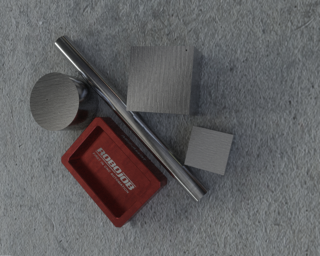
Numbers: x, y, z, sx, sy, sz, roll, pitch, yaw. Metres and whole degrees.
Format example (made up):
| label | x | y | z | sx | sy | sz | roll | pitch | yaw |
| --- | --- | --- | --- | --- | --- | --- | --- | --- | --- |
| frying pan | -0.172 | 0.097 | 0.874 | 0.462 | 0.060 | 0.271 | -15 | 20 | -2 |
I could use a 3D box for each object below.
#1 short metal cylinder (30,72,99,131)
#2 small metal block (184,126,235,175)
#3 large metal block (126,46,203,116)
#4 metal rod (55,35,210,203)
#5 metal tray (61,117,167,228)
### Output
| label | x | y | z | sx | sy | sz | roll | pitch | yaw |
| --- | --- | --- | --- | --- | --- | --- | --- | --- | --- |
| short metal cylinder | -0.136 | -0.036 | 0.443 | 0.080 | 0.050 | 0.079 | 0 | 90 | 19 |
| small metal block | 0.063 | 0.027 | 0.388 | 0.050 | 0.025 | 0.050 | 14 | 95 | 19 |
| large metal block | 0.007 | -0.058 | 0.394 | 0.080 | 0.050 | 0.079 | 5 | 92 | 19 |
| metal rod | -0.046 | -0.021 | 0.425 | 0.025 | 0.025 | 0.300 | -46 | 76 | 14 |
| metal tray | -0.065 | 0.058 | 0.429 | 0.130 | 0.030 | 0.090 | 46 | 104 | 14 |
